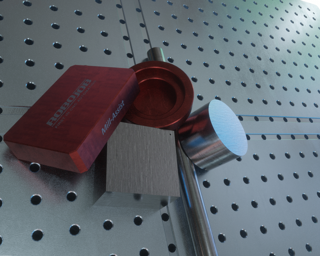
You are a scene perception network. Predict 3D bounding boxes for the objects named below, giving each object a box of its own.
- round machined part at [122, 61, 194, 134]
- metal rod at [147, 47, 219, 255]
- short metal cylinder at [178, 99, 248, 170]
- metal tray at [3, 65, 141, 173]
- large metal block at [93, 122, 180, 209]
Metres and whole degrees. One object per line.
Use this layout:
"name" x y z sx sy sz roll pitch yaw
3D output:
"round machined part" -0.007 -0.035 0.398 0.099 0.042 0.098 0 64 0
"metal rod" 0.023 0.016 0.411 0.025 0.025 0.299 1 61 -28
"short metal cylinder" 0.070 0.009 0.407 0.080 0.050 0.080 31 43 -33
"metal tray" -0.089 -0.018 0.336 0.090 0.030 0.130 8 48 23
"large metal block" -0.028 0.044 0.350 0.081 0.050 0.080 10 58 -23
